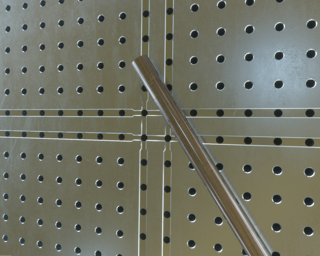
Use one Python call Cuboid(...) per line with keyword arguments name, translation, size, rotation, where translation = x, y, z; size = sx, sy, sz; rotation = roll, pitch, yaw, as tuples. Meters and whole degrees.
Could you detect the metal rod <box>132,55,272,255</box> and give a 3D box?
Cuboid(name="metal rod", translation=(0.048, 0.034, 0.394), size=(0.025, 0.025, 0.299), rotation=(-34, 79, 16))
